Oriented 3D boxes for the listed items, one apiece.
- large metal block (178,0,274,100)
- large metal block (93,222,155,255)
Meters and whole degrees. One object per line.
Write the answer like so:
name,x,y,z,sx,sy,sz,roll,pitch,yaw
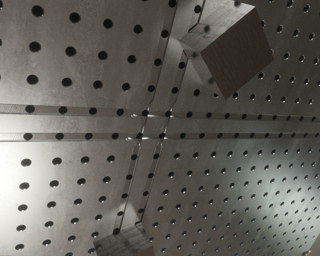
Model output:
large metal block,0.083,-0.096,0.383,0.080,0.050,0.080,-40,130,-1
large metal block,-0.054,0.211,0.498,0.081,0.050,0.079,-18,126,-18
